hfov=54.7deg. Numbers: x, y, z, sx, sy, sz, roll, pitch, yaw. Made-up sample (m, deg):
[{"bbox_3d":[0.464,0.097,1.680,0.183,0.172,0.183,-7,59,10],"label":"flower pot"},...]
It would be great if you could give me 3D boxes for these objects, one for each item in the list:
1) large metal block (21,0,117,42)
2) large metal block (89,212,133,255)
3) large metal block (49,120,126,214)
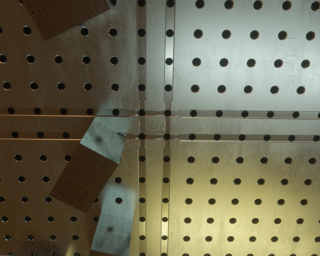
[{"bbox_3d":[-0.106,-0.152,0.342,0.080,0.050,0.080,-24,109,8],"label":"large metal block"},{"bbox_3d":[-0.077,0.185,0.451,0.050,0.080,0.079,15,109,-6],"label":"large metal block"},{"bbox_3d":[-0.090,0.047,0.400,0.050,0.080,0.080,31,107,-11],"label":"large metal block"}]
